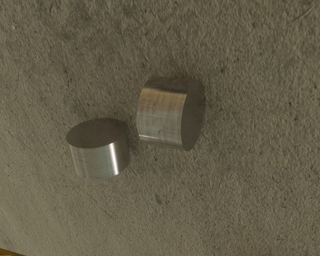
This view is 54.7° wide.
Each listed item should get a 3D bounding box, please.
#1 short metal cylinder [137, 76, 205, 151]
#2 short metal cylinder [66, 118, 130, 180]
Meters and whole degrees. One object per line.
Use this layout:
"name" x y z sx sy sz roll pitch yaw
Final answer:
"short metal cylinder" 0.015 -0.017 0.353 0.050 0.080 0.079 10 123 23
"short metal cylinder" -0.085 0.027 0.433 0.080 0.080 0.050 10 123 23
